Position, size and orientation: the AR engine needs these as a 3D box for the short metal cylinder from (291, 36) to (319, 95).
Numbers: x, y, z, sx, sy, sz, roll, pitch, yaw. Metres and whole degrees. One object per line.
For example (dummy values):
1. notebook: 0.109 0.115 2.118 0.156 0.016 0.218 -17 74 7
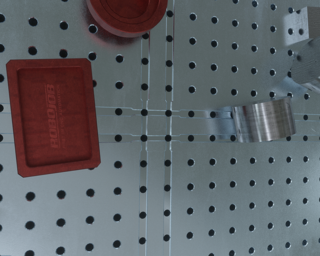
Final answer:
1. short metal cylinder: 0.251 -0.094 0.476 0.050 0.080 0.080 22 83 -19

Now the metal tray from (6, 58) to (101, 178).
1. metal tray: -0.123 -0.014 0.364 0.091 0.030 0.129 -6 92 -20

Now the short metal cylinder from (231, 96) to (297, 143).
1. short metal cylinder: 0.145 -0.013 0.437 0.081 0.080 0.050 -13 95 -20

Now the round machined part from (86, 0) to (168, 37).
1. round machined part: -0.043 -0.162 0.387 0.099 0.042 0.097 0 90 -20

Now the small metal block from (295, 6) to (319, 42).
1. small metal block: 0.251 -0.167 0.504 0.050 0.025 0.050 -5 92 -20
